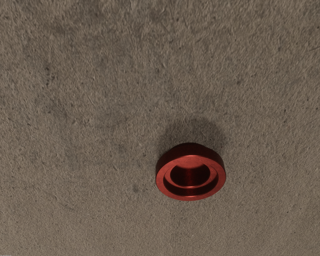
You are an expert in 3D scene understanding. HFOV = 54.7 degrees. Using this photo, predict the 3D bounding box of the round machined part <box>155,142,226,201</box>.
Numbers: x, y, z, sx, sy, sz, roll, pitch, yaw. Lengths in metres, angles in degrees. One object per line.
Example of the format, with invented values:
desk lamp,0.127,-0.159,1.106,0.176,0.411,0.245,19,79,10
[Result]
round machined part,0.043,0.059,0.447,0.099,0.042,0.097,-1,130,0
